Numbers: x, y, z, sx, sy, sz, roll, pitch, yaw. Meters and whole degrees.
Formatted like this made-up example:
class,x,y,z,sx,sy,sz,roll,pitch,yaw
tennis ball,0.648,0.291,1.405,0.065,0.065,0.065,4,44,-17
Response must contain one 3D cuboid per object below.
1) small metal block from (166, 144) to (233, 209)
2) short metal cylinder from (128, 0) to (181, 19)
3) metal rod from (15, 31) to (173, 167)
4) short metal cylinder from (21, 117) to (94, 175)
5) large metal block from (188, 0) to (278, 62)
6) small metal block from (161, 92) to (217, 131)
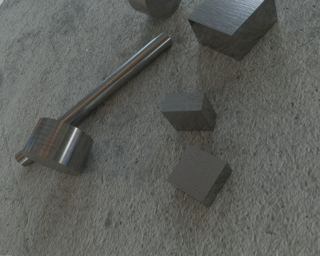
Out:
class,x,y,z,sx,sy,sz,roll,pitch,yaw
small metal block,0.044,0.054,0.348,0.050,0.025,0.050,26,75,36
short metal cylinder,-0.008,-0.227,0.512,0.080,0.080,0.050,-50,52,-7
metal rod,-0.103,-0.045,0.485,0.300,0.025,0.025,-40,51,0
short metal cylinder,-0.138,0.027,0.425,0.080,0.080,0.050,6,65,31
large metal block,0.100,-0.150,0.427,0.080,0.050,0.080,-48,51,-5
small metal block,0.036,-0.019,0.380,0.050,0.050,0.025,-1,62,28
